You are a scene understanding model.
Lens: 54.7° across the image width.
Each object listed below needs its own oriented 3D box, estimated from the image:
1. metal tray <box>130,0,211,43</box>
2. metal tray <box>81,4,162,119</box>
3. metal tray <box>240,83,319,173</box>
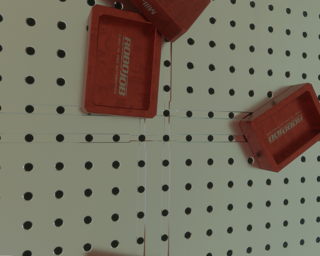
[{"bbox_3d":[-0.002,-0.184,0.393,0.130,0.030,0.090,44,54,-15],"label":"metal tray"},{"bbox_3d":[-0.047,-0.080,0.393,0.091,0.030,0.129,5,88,-20],"label":"metal tray"},{"bbox_3d":[0.198,-0.002,0.485,0.131,0.030,0.090,-32,101,-18],"label":"metal tray"}]
